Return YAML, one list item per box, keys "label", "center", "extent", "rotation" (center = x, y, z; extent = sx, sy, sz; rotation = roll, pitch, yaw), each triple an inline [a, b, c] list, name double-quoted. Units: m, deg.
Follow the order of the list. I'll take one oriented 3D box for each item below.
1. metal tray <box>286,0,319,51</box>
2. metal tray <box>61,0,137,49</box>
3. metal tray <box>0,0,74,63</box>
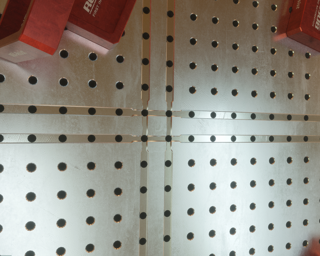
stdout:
- label: "metal tray"
  center: [0.264, -0.199, 0.506]
  extent: [0.091, 0.030, 0.129]
  rotation: [17, 84, -19]
- label: "metal tray"
  center: [-0.073, -0.176, 0.382]
  extent: [0.090, 0.030, 0.130]
  rotation: [23, 82, -19]
- label: "metal tray"
  center: [-0.127, -0.115, 0.308]
  extent: [0.030, 0.130, 0.090]
  rotation: [22, 82, -39]
